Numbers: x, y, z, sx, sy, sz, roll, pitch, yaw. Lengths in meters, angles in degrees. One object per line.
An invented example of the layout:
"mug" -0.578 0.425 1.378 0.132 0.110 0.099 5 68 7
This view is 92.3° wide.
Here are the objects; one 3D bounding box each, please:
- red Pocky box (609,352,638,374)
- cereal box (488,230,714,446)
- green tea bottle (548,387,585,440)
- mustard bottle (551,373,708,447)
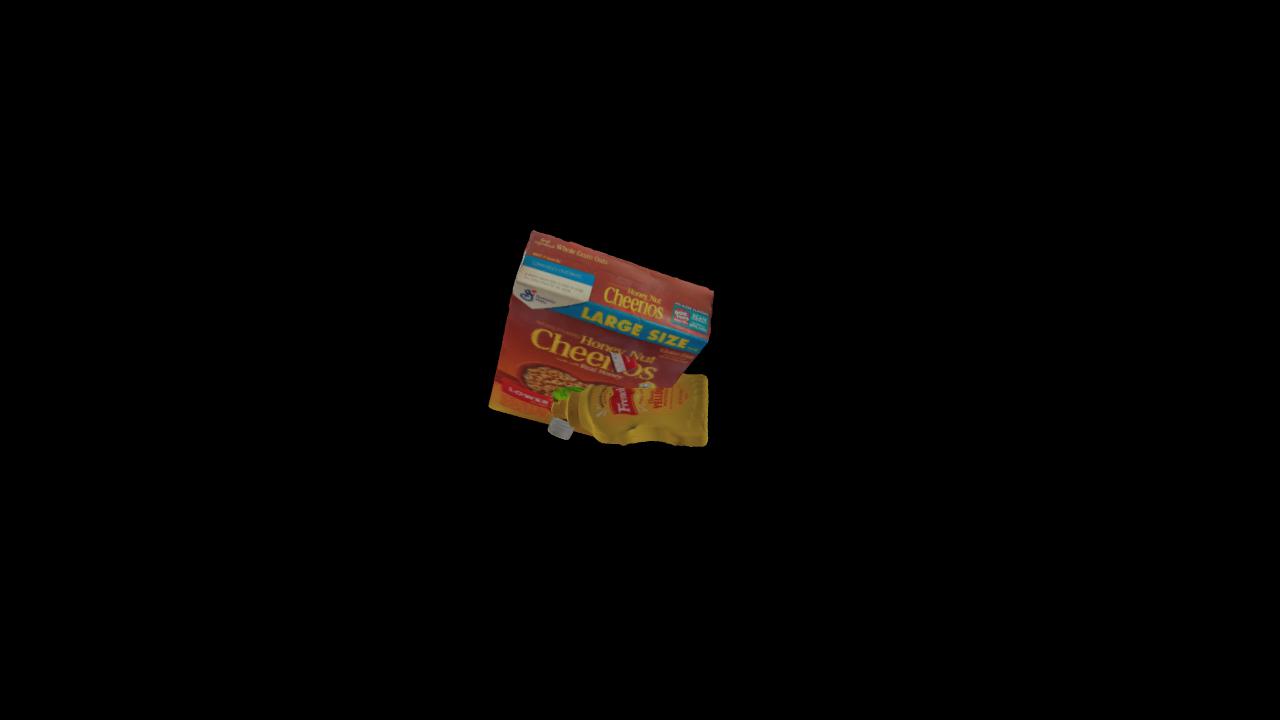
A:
"red Pocky box" -0.032 -0.031 0.724 0.028 0.083 0.155 -19 5 -4
"cereal box" -0.063 -0.005 0.736 0.203 0.081 0.306 17 -31 -10
"green tea bottle" -0.059 -0.003 0.753 0.073 0.212 0.073 23 4 -1
"mustard bottle" -0.013 0.058 0.716 0.184 0.092 0.054 0 -37 7
